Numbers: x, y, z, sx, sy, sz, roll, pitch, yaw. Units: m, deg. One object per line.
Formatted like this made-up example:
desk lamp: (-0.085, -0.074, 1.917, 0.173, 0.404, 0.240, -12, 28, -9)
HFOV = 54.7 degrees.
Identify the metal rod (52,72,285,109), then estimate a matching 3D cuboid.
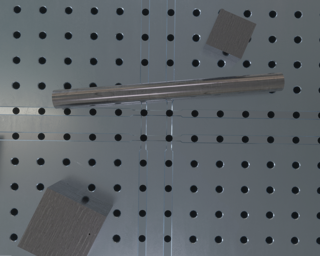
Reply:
metal rod: (0.011, -0.050, 0.413, 0.302, 0.025, 0.025, -5, 90, 0)

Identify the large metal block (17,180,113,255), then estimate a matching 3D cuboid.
large metal block: (-0.119, 0.125, 0.400, 0.080, 0.050, 0.080, 27, 90, 0)

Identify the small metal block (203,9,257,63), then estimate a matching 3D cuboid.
small metal block: (0.092, -0.122, 0.414, 0.050, 0.025, 0.050, 24, 90, 0)
